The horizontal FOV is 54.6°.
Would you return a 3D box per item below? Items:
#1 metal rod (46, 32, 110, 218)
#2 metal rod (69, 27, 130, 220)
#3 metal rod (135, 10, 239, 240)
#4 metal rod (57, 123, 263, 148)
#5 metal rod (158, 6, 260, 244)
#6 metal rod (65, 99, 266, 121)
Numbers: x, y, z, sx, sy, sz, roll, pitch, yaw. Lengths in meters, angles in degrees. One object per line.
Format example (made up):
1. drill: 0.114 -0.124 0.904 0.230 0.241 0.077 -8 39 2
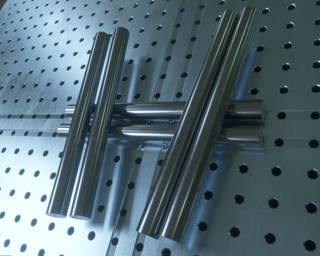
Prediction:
1. metal rod: -0.112 -0.023 0.451 0.025 0.025 0.300 -8 58 24
2. metal rod: -0.078 -0.025 0.435 0.025 0.025 0.300 -7 58 24
3. metal rod: 0.041 -0.020 0.369 0.025 0.025 0.300 10 66 32
4. metal rod: -0.020 0.007 0.416 0.300 0.025 0.025 1 62 28
5. metal rod: 0.064 -0.020 0.357 0.025 0.025 0.300 10 66 32
6. metal rod: -0.012 -0.024 0.431 0.300 0.025 0.025 1 62 28
